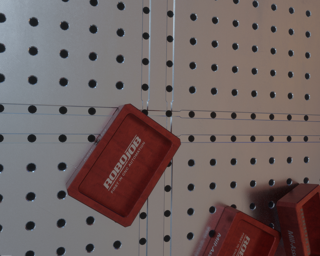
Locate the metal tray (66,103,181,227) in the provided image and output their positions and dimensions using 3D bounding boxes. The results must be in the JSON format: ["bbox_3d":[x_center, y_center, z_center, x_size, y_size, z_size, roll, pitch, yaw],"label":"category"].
[{"bbox_3d":[-0.044,0.046,0.393,0.090,0.030,0.130,36,78,-17],"label":"metal tray"}]

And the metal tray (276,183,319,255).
[{"bbox_3d":[0.224,0.161,0.475,0.091,0.030,0.129,-16,96,-41],"label":"metal tray"}]

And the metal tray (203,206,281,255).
[{"bbox_3d":[0.112,0.192,0.450,0.090,0.030,0.130,30,80,-18],"label":"metal tray"}]
